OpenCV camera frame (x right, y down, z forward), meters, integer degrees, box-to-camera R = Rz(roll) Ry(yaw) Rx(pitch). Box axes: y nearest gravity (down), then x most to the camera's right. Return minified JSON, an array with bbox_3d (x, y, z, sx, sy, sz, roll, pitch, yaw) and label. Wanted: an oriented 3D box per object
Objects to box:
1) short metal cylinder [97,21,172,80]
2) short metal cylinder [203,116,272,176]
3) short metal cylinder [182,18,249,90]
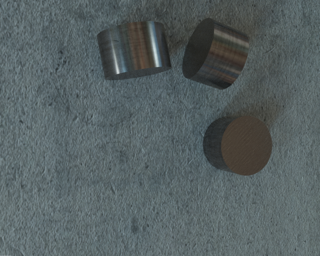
[{"bbox_3d":[-0.030,-0.089,0.368,0.081,0.080,0.050,-12,94,-20],"label":"short metal cylinder"},{"bbox_3d":[0.108,0.023,0.435,0.081,0.050,0.080,0,90,-20],"label":"short metal cylinder"},{"bbox_3d":[0.070,-0.096,0.405,0.050,0.080,0.080,16,85,-20],"label":"short metal cylinder"}]
